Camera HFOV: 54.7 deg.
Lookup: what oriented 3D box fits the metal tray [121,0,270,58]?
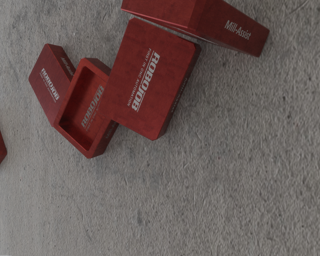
[{"bbox_3d":[0.039,-0.106,0.304,0.090,0.131,0.030,30,109,36],"label":"metal tray"}]

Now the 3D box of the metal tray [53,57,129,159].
[{"bbox_3d":[-0.103,-0.030,0.473,0.090,0.030,0.129,39,114,18],"label":"metal tray"}]

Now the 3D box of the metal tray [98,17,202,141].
[{"bbox_3d":[-0.015,-0.061,0.393,0.090,0.030,0.129,27,109,12],"label":"metal tray"}]

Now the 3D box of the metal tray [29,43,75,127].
[{"bbox_3d":[-0.185,-0.076,0.554,0.090,0.030,0.130,-50,61,28],"label":"metal tray"}]

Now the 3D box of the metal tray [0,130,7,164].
[{"bbox_3d":[-0.416,0.032,0.745,0.090,0.030,0.130,-43,64,31],"label":"metal tray"}]
